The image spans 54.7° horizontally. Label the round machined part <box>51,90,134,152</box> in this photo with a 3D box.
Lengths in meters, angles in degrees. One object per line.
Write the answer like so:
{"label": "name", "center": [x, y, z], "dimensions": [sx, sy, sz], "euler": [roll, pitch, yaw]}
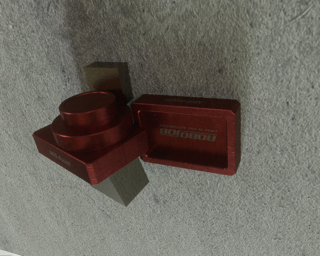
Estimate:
{"label": "round machined part", "center": [-0.085, -0.014, 0.381], "dimensions": [0.098, 0.098, 0.042], "euler": [6, 121, 25]}

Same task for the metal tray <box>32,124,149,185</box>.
{"label": "metal tray", "center": [-0.091, 0.017, 0.400], "dimensions": [0.130, 0.091, 0.030], "euler": [19, 128, 39]}

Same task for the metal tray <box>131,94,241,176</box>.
{"label": "metal tray", "center": [0.033, 0.007, 0.391], "dimensions": [0.130, 0.030, 0.089], "euler": [6, 121, 24]}

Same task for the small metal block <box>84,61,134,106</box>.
{"label": "small metal block", "center": [-0.066, -0.059, 0.405], "dimensions": [0.050, 0.025, 0.050], "euler": [6, 121, 24]}

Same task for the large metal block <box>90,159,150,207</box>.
{"label": "large metal block", "center": [-0.071, 0.054, 0.437], "dimensions": [0.080, 0.050, 0.080], "euler": [18, 141, 39]}
